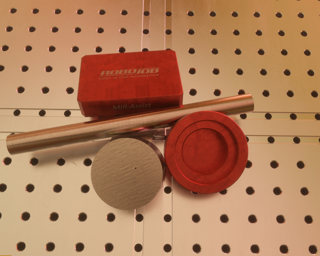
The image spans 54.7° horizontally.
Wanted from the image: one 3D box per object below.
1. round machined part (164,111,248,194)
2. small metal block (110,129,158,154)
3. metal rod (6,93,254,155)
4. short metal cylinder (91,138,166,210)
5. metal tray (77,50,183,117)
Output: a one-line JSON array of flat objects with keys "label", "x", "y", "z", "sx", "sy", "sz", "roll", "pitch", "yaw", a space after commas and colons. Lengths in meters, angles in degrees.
[{"label": "round machined part", "x": 0.054, "y": 0.028, "z": 0.381, "sx": 0.099, "sy": 0.042, "sz": 0.097, "roll": 0, "pitch": 92, "yaw": -4}, {"label": "small metal block", "x": -0.035, "y": 0.013, "z": 0.415, "sx": 0.050, "sy": 0.025, "sz": 0.050, "roll": 17, "pitch": 71, "yaw": 5}, {"label": "metal rod", "x": -0.032, "y": -0.006, "z": 0.386, "sx": 0.302, "sy": 0.025, "sz": 0.025, "roll": -10, "pitch": 71, "yaw": -4}, {"label": "short metal cylinder", "x": -0.035, "y": 0.051, "z": 0.367, "sx": 0.080, "sy": 0.050, "sz": 0.079, "roll": 0, "pitch": 88, "yaw": 5}, {"label": "metal tray", "x": -0.039, "y": -0.062, "z": 0.416, "sx": 0.131, "sy": 0.030, "sz": 0.090, "roll": -4, "pitch": 51, "yaw": -3}]
